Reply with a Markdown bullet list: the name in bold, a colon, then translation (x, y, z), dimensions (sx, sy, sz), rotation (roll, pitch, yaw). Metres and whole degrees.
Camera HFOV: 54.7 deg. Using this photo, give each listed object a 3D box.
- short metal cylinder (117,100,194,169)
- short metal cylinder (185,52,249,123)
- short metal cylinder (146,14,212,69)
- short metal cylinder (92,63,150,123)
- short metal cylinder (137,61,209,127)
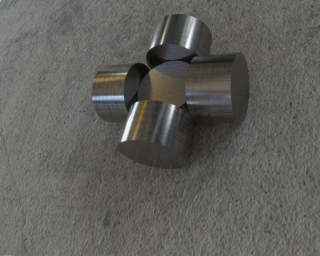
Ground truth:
- **short metal cylinder**: translation (-0.004, 0.010, 0.364), dimensions (0.080, 0.080, 0.050), rotation (0, 62, 28)
- **short metal cylinder**: translation (0.069, -0.046, 0.361), dimensions (0.050, 0.080, 0.080), rotation (2, 63, 29)
- **short metal cylinder**: translation (0.026, -0.105, 0.419), dimensions (0.080, 0.080, 0.050), rotation (2, 63, 28)
- **short metal cylinder**: translation (-0.046, -0.047, 0.422), dimensions (0.050, 0.080, 0.080), rotation (2, 63, 29)
- **short metal cylinder**: translation (0.018, -0.040, 0.404), dimensions (0.080, 0.050, 0.080), rotation (-13, 56, 20)
